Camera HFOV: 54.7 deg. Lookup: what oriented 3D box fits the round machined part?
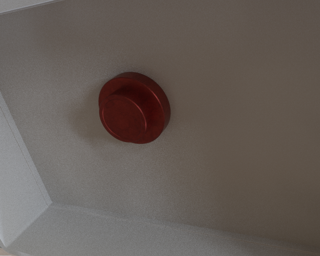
[{"bbox_3d":[-0.040,-0.020,0.405,0.098,0.042,0.097,13,124,20],"label":"round machined part"}]
